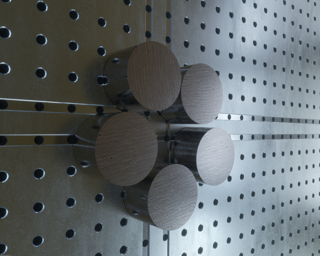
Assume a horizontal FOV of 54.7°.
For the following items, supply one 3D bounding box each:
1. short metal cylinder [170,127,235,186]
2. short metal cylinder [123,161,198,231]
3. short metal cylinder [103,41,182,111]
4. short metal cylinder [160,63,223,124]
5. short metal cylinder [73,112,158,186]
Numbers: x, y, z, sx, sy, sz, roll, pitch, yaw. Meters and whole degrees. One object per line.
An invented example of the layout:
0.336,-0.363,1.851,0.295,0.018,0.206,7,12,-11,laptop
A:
0.061,0.039,0.443,0.081,0.050,0.079,-2,93,-40,short metal cylinder
0.002,0.083,0.392,0.081,0.050,0.080,0,90,-39,short metal cylinder
-0.020,-0.060,0.375,0.081,0.050,0.079,0,91,-40,short metal cylinder
0.041,-0.045,0.425,0.081,0.050,0.079,0,91,-40,short metal cylinder
-0.049,0.022,0.351,0.081,0.050,0.079,-1,91,-40,short metal cylinder
